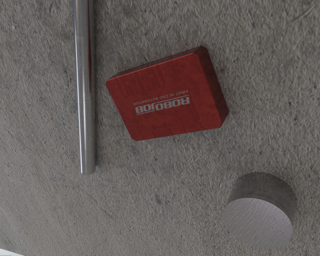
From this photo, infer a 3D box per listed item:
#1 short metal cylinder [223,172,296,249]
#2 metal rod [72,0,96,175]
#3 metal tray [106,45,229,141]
[{"bbox_3d":[0.125,0.103,0.388,0.080,0.050,0.079,13,124,21],"label":"short metal cylinder"},{"bbox_3d":[-0.102,-0.053,0.427,0.025,0.025,0.298,19,126,17],"label":"metal rod"},{"bbox_3d":[0.007,-0.037,0.377,0.130,0.030,0.090,-11,113,32],"label":"metal tray"}]
